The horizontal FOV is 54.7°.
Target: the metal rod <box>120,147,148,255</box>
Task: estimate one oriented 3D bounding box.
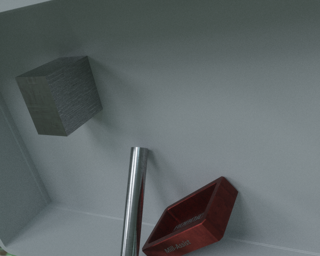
[{"bbox_3d":[-0.041,0.175,0.417,0.025,0.025,0.299,-1,78,28],"label":"metal rod"}]

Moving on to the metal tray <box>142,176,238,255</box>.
[{"bbox_3d":[0.040,0.127,0.422,0.030,0.090,0.129,46,129,-4],"label":"metal tray"}]

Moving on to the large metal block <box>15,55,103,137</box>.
[{"bbox_3d":[-0.129,-0.044,0.412,0.050,0.080,0.079,3,120,27],"label":"large metal block"}]
